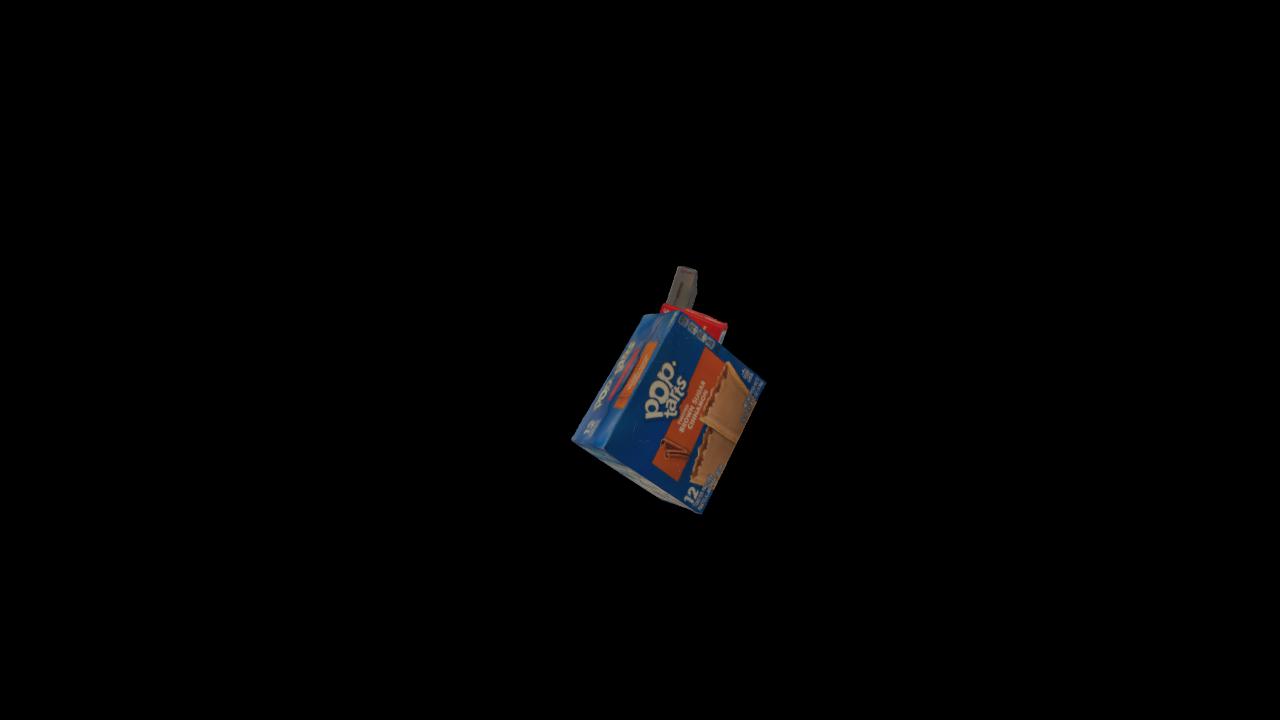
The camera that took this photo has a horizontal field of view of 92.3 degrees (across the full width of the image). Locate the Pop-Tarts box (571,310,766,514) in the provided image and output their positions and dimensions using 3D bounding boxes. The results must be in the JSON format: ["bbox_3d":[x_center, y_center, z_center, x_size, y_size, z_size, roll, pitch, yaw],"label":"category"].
[{"bbox_3d":[0.034,0.055,0.666,0.141,0.167,0.083,38,-19,-23],"label":"Pop-Tarts box"}]

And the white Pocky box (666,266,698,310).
[{"bbox_3d":[0.038,-0.031,0.765,0.028,0.154,0.084,17,-13,8],"label":"white Pocky box"}]

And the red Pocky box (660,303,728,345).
[{"bbox_3d":[0.043,0.014,0.749,0.083,0.155,0.028,24,17,21],"label":"red Pocky box"}]
